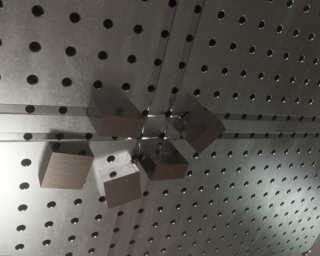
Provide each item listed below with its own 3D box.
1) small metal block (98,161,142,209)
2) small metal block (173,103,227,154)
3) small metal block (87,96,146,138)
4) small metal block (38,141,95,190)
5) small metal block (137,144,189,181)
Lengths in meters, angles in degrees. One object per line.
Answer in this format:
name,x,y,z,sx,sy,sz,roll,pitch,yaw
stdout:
small metal block,-0.055,0.079,0.432,0.050,0.025,0.050,-15,125,-20
small metal block,0.054,0.000,0.426,0.050,0.050,0.025,-42,130,0
small metal block,-0.052,-0.013,0.360,0.050,0.050,0.025,4,117,-31
small metal block,-0.115,0.047,0.378,0.050,0.025,0.050,11,113,-34
small metal block,0.004,0.046,0.427,0.050,0.050,0.025,1,118,-29
